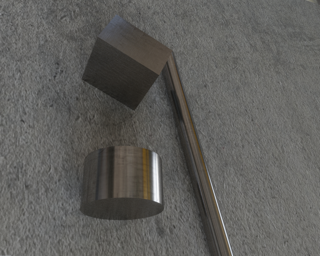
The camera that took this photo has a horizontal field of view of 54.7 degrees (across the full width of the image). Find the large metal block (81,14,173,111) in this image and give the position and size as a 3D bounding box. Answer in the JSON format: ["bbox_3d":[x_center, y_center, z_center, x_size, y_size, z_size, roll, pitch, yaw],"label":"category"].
[{"bbox_3d":[-0.043,-0.080,0.394,0.080,0.080,0.050,31,52,-9],"label":"large metal block"}]

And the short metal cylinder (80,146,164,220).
[{"bbox_3d":[-0.037,0.058,0.313,0.081,0.080,0.050,11,57,-23],"label":"short metal cylinder"}]

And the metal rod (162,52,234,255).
[{"bbox_3d":[0.041,0.019,0.413,0.025,0.025,0.299,1,61,-28],"label":"metal rod"}]
